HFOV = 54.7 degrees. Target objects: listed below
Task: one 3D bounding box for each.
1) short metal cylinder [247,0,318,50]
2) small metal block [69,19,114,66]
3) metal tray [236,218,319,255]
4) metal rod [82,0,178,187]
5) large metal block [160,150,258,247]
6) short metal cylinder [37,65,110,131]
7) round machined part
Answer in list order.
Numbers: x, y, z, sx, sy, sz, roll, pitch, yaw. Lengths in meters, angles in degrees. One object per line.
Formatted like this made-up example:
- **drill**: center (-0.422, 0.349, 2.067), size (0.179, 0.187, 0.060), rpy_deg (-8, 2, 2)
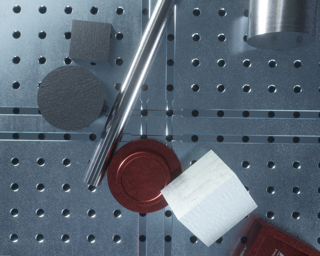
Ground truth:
- **short metal cylinder**: center (0.151, -0.133, 0.387), size (0.081, 0.080, 0.050), rpy_deg (3, 90, 0)
- **small metal block**: center (-0.090, -0.113, 0.412), size (0.050, 0.025, 0.050), rpy_deg (6, 90, 0)
- **metal tray**: center (0.143, 0.199, 0.412), size (0.090, 0.030, 0.130), rpy_deg (29, 90, 0)
- **metal rod**: center (-0.034, -0.065, 0.412), size (0.025, 0.025, 0.299), rpy_deg (23, 90, 0)
- **large metal block**: center (0.062, 0.088, 0.382), size (0.080, 0.050, 0.080), rpy_deg (-39, 128, 0)
- **short metal cylinder**: center (-0.108, -0.036, 0.400), size (0.081, 0.050, 0.079), rpy_deg (0, 90, 0)
- **round machined part**: center (-0.020, 0.063, 0.405), size (0.099, 0.042, 0.097), rpy_deg (0, 90, 0)
